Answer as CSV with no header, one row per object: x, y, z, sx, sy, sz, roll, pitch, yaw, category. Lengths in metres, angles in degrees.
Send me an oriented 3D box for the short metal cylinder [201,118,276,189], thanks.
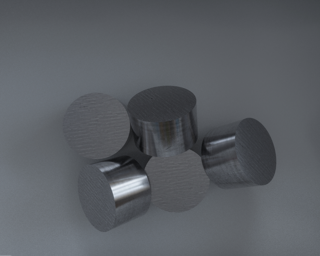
0.097,0.032,0.378,0.081,0.050,0.080,14,67,-37,short metal cylinder

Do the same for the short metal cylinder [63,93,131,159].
-0.076,-0.003,0.395,0.081,0.050,0.079,0,90,-1,short metal cylinder

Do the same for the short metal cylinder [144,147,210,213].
0.020,0.062,0.398,0.081,0.050,0.079,0,90,-1,short metal cylinder

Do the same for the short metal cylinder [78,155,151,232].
-0.057,0.077,0.375,0.050,0.080,0.080,-11,90,-43,short metal cylinder

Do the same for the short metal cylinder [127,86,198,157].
0.005,-0.010,0.375,0.081,0.080,0.050,-8,126,-1,short metal cylinder
